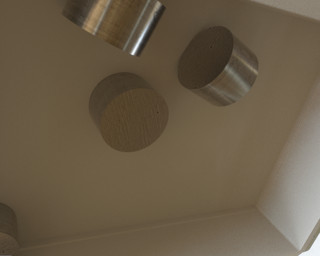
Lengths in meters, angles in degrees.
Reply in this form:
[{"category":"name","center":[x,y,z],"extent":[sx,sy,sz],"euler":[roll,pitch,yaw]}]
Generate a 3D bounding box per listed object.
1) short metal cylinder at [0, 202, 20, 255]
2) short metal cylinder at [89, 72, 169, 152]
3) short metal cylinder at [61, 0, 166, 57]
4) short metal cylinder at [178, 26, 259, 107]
[{"category":"short metal cylinder","center":[-0.209,0.132,0.360],"extent":[0.081,0.050,0.079],"euler":[-14,125,-21]},{"category":"short metal cylinder","center":[-0.037,-0.019,0.362],"extent":[0.081,0.050,0.079],"euler":[-14,125,-21]},{"category":"short metal cylinder","center":[-0.041,-0.108,0.285],"extent":[0.080,0.080,0.050],"euler":[20,108,-36]},{"category":"short metal cylinder","center":[0.067,-0.072,0.367],"extent":[0.050,0.080,0.080],"euler":[26,104,-38]}]
